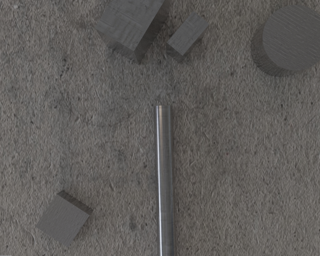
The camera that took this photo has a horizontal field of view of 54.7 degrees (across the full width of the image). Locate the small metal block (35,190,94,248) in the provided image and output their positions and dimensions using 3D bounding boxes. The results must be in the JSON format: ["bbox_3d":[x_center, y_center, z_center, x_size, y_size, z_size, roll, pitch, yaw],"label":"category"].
[{"bbox_3d":[-0.125,0.119,0.409,0.050,0.025,0.050,33,90,0],"label":"small metal block"}]

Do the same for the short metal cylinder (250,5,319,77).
[{"bbox_3d":[0.164,-0.109,0.399,0.081,0.050,0.080,0,90,0],"label":"short metal cylinder"}]

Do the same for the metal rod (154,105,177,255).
[{"bbox_3d":[0.008,0.120,0.410,0.025,0.025,0.298,-2,90,0],"label":"metal rod"}]

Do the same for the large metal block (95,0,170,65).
[{"bbox_3d":[-0.030,-0.132,0.382,0.050,0.080,0.080,31,90,0],"label":"large metal block"}]

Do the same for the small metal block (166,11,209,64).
[{"bbox_3d":[0.034,-0.114,0.398,0.025,0.050,0.050,40,90,0],"label":"small metal block"}]
